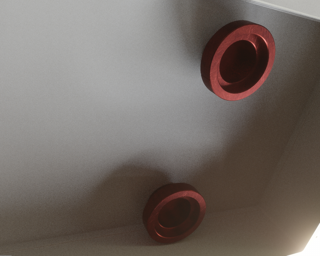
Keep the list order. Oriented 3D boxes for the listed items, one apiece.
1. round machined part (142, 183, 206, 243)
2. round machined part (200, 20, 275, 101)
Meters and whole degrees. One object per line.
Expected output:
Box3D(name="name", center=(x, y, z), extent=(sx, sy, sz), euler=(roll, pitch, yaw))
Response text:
Box3D(name="round machined part", center=(0.019, 0.126, 0.482), extent=(0.099, 0.042, 0.097), euler=(-11, 118, -21))
Box3D(name="round machined part", center=(0.093, -0.087, 0.394), extent=(0.099, 0.042, 0.097), euler=(-14, 124, -21))
